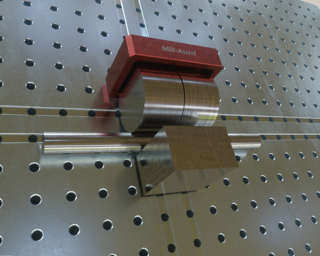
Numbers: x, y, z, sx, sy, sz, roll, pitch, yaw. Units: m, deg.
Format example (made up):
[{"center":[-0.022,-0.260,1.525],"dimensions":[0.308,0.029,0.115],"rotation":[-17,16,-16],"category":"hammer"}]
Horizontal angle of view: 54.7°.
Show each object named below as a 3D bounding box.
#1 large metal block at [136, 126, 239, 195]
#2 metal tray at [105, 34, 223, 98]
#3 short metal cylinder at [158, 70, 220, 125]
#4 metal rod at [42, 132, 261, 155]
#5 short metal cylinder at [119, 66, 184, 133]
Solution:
[{"center":[0.028,0.038,0.359],"dimensions":[0.081,0.080,0.050],"rotation":[1,62,-28],"category":"large metal block"},{"center":[0.005,-0.072,0.408],"dimensions":[0.131,0.090,0.030],"rotation":[1,62,-28],"category":"metal tray"},{"center":[0.033,-0.034,0.408],"dimensions":[0.050,0.080,0.080],"rotation":[2,61,-28],"category":"short metal cylinder"},{"center":[0.010,0.018,0.397],"dimensions":[0.303,0.025,0.025],"rotation":[1,62,-28],"category":"metal rod"},{"center":[-0.013,-0.034,0.383],"dimensions":[0.050,0.080,0.080],"rotation":[1,62,-28],"category":"short metal cylinder"}]
